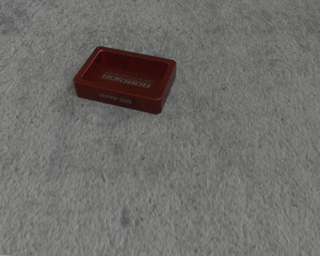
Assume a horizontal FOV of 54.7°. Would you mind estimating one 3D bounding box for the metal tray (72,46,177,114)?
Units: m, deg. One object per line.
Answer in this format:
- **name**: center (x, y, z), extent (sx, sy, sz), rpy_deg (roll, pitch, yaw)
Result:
- **metal tray**: center (-0.049, -0.074, 0.461), extent (0.131, 0.030, 0.090), rpy_deg (13, 51, 10)
